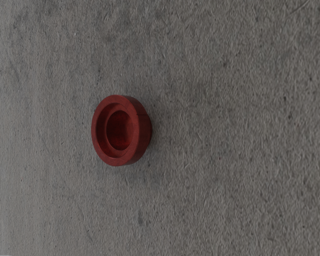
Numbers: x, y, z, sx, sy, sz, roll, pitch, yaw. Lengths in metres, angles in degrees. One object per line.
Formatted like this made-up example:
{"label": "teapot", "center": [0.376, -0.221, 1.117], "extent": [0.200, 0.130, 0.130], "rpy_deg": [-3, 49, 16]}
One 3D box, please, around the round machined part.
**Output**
{"label": "round machined part", "center": [-0.049, 0.003, 0.436], "extent": [0.098, 0.042, 0.097], "rpy_deg": [0, 90, 40]}
